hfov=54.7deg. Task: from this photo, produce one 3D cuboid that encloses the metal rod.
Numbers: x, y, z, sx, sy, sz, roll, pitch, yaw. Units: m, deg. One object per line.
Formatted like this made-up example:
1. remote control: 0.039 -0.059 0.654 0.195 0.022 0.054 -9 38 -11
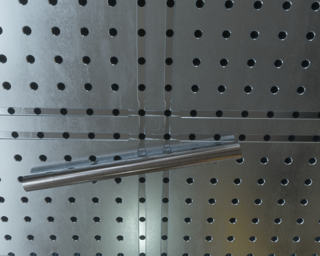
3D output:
1. metal rod: -0.040 0.054 0.432 0.302 0.025 0.025 -9 110 3
